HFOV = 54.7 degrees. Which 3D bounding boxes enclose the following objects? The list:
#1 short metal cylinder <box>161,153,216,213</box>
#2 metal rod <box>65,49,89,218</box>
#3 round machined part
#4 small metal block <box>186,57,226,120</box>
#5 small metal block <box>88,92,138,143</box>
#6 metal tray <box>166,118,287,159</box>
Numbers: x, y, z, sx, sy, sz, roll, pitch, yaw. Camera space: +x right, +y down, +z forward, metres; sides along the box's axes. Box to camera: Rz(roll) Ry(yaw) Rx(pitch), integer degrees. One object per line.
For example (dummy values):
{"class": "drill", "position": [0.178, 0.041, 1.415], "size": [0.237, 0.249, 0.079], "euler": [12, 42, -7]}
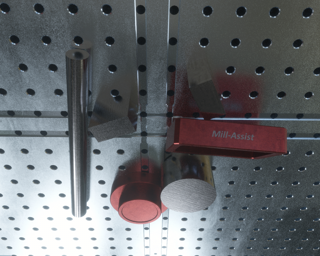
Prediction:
{"class": "short metal cylinder", "position": [0.041, 0.083, 0.466], "size": [0.081, 0.050, 0.079], "euler": [0, 130, 0]}
{"class": "metal rod", "position": [-0.115, 0.031, 0.436], "size": [0.025, 0.025, 0.298], "euler": [7, 130, -6]}
{"class": "round machined part", "position": [-0.032, 0.119, 0.502], "size": [0.099, 0.042, 0.097], "euler": [0, 130, 0]}
{"class": "small metal block", "position": [0.053, -0.045, 0.357], "size": [0.025, 0.050, 0.050], "euler": [-19, 128, 16]}
{"class": "small metal block", "position": [-0.056, -0.014, 0.383], "size": [0.050, 0.050, 0.025], "euler": [-16, 128, 13]}
{"class": "metal tray", "position": [0.077, 0.016, 0.389], "size": [0.131, 0.030, 0.090], "euler": [5, 169, -5]}
